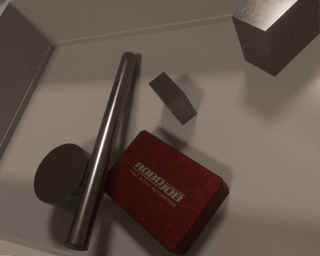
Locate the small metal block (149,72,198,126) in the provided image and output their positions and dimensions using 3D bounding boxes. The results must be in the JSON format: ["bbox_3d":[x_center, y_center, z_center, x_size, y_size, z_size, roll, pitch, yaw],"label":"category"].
[{"bbox_3d":[0.017,-0.038,0.403,0.025,0.050,0.050,-39,51,2],"label":"small metal block"}]

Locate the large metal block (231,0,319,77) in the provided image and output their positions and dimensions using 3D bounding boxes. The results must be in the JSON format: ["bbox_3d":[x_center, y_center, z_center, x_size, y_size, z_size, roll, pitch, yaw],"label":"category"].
[{"bbox_3d":[0.141,-0.123,0.372,0.080,0.080,0.050,-44,51,-2],"label":"large metal block"}]

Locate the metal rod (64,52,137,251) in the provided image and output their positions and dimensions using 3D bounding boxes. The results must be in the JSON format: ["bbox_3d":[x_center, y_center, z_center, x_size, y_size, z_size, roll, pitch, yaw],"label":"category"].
[{"bbox_3d":[-0.068,0.005,0.408,0.025,0.025,0.300,-10,49,23],"label":"metal rod"}]

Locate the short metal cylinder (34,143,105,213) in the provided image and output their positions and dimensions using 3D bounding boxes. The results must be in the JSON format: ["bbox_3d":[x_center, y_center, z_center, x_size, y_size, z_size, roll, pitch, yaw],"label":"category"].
[{"bbox_3d":[-0.116,0.067,0.407,0.080,0.050,0.080,-13,56,20],"label":"short metal cylinder"}]

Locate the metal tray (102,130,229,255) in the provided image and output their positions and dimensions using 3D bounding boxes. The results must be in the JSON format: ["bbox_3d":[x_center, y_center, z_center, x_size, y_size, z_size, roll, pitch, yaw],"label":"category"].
[{"bbox_3d":[0.001,0.068,0.359,0.130,0.030,0.090,31,78,37],"label":"metal tray"}]
